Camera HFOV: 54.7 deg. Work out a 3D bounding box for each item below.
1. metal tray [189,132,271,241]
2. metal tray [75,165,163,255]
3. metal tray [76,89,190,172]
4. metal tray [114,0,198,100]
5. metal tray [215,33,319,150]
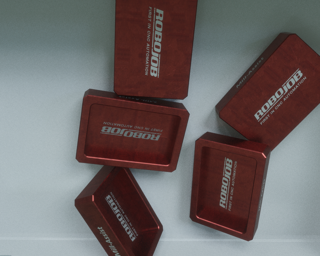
[{"bbox_3d":[0.090,0.077,0.415,0.090,0.030,0.129,13,113,27],"label":"metal tray"},{"bbox_3d":[-0.048,0.119,0.414,0.030,0.090,0.130,-20,108,27],"label":"metal tray"},{"bbox_3d":[-0.036,0.005,0.400,0.131,0.030,0.089,8,110,-12],"label":"metal tray"},{"bbox_3d":[-0.007,-0.103,0.371,0.091,0.030,0.129,4,110,-2],"label":"metal tray"},{"bbox_3d":[0.147,-0.043,0.394,0.090,0.030,0.130,36,106,-13],"label":"metal tray"}]
